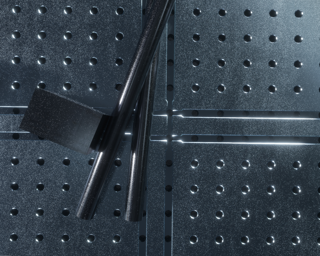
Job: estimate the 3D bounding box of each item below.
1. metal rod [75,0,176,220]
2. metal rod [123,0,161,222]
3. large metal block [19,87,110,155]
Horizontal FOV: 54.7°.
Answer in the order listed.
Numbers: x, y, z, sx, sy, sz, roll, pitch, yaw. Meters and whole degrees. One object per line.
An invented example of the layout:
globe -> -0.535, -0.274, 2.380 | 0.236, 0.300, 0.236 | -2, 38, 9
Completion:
metal rod -> -0.047, -0.022, 0.395 | 0.025, 0.025, 0.298 | 21, 97, 0
metal rod -> -0.021, -0.027, 0.413 | 0.025, 0.025, 0.298 | 6, 90, 0
large metal block -> -0.110, -0.008, 0.385 | 0.080, 0.080, 0.050 | 22, 90, 0
